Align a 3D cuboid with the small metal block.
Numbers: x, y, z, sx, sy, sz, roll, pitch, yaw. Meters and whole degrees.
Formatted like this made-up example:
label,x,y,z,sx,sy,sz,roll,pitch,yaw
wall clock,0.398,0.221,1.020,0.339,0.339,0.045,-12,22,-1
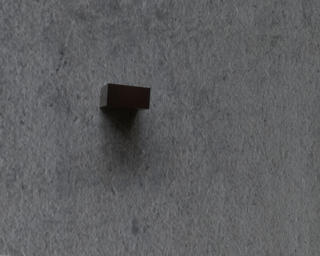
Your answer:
label,x,y,z,sx,sy,sz,roll,pitch,yaw
small metal block,-0.044,-0.036,0.379,0.050,0.050,0.025,4,89,-20
